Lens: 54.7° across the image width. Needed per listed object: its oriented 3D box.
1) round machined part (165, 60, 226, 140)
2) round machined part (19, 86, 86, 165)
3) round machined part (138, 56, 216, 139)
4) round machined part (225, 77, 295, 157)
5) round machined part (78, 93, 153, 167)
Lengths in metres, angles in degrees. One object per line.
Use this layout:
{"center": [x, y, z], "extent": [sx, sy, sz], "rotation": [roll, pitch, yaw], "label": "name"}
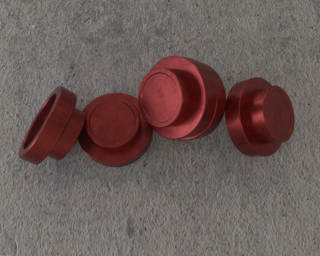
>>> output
{"center": [0.042, -0.035, 0.393], "extent": [0.042, 0.098, 0.098], "rotation": [-5, 63, -47], "label": "round machined part"}
{"center": [-0.127, 0.001, 0.378], "extent": [0.042, 0.098, 0.098], "rotation": [31, 69, -27], "label": "round machined part"}
{"center": [0.013, -0.035, 0.362], "extent": [0.042, 0.098, 0.098], "rotation": [-5, 63, -47], "label": "round machined part"}
{"center": [0.127, -0.014, 0.377], "extent": [0.099, 0.042, 0.097], "rotation": [7, 79, -39], "label": "round machined part"}
{"center": [-0.058, -0.002, 0.399], "extent": [0.099, 0.042, 0.098], "rotation": [0, 70, 0], "label": "round machined part"}
